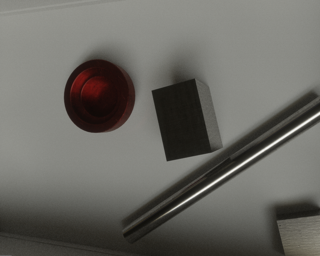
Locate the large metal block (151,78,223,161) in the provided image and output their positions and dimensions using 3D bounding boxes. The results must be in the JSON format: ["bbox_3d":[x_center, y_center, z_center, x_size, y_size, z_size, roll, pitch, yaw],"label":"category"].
[{"bbox_3d":[0.036,-0.008,0.368,0.050,0.080,0.080,-14,86,19],"label":"large metal block"}]

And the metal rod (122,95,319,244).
[{"bbox_3d":[0.072,0.060,0.384,0.300,0.025,0.025,-37,79,15],"label":"metal rod"}]

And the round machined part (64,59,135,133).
[{"bbox_3d":[-0.079,-0.042,0.428,0.098,0.042,0.097,0,90,19],"label":"round machined part"}]

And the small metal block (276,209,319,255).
[{"bbox_3d":[0.165,0.124,0.352,0.050,0.025,0.050,-14,86,19],"label":"small metal block"}]
